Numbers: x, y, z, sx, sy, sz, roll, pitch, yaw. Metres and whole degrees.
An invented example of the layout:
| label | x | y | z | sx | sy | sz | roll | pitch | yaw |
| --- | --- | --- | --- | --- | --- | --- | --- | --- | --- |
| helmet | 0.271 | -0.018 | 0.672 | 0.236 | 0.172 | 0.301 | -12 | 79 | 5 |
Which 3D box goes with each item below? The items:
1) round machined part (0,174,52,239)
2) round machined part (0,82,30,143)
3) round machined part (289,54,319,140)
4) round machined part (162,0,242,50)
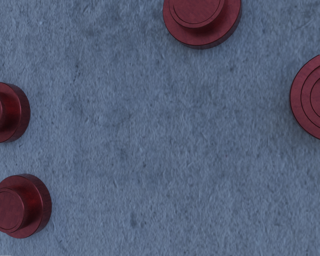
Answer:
| label | x | y | z | sx | sy | sz | roll | pitch | yaw |
| --- | --- | --- | --- | --- | --- | --- | --- | --- | --- |
| round machined part | -0.221 | 0.122 | 0.476 | 0.098 | 0.042 | 0.097 | 0 | 90 | 19 |
| round machined part | -0.260 | -0.025 | 0.489 | 0.098 | 0.042 | 0.097 | 0 | 90 | 19 |
| round machined part | 0.191 | -0.032 | 0.333 | 0.098 | 0.042 | 0.097 | 0 | 90 | 19 |
| round machined part | 0.049 | -0.150 | 0.382 | 0.098 | 0.042 | 0.097 | 0 | 90 | 19 |
